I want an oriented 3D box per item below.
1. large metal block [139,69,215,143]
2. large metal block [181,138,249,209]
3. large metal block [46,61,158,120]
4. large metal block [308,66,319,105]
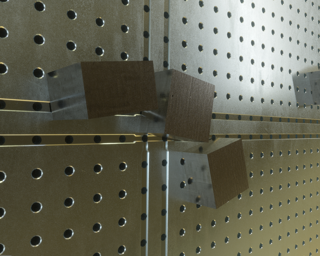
[{"bbox_3d":[0.024,-0.026,0.415,0.081,0.050,0.080,13,82,-40],"label":"large metal block"},{"bbox_3d":[0.084,0.064,0.467,0.081,0.050,0.079,-18,102,-39],"label":"large metal block"},{"bbox_3d":[-0.061,-0.039,0.324,0.081,0.080,0.050,-11,98,-40],"label":"large metal block"},{"bbox_3d":[0.400,-0.106,0.733,0.081,0.050,0.080,-26,107,-37],"label":"large metal block"}]
